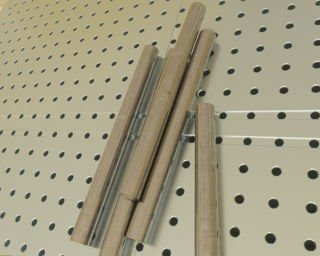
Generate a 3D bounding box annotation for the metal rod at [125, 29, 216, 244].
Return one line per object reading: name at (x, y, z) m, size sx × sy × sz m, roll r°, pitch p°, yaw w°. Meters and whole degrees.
metal rod at (0.022, -0.006, 0.401) m, size 0.025 × 0.025 × 0.300 m, roll 7°, pitch 65°, yaw 31°

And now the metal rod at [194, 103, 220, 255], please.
metal rod at (0.048, 0.104, 0.319) m, size 0.025 × 0.025 × 0.300 m, roll -10°, pitch 57°, yaw 23°

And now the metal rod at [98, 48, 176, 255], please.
metal rod at (-0.017, 0.019, 0.405) m, size 0.025 × 0.025 × 0.300 m, roll 4°, pitch 63°, yaw 30°

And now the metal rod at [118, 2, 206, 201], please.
metal rod at (0.011, -0.051, 0.410) m, size 0.025 × 0.025 × 0.300 m, roll 5°, pitch 63°, yaw 30°

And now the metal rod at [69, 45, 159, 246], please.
metal rod at (-0.055, 0.008, 0.433) m, size 0.025 × 0.025 × 0.300 m, roll 4°, pitch 63°, yaw 30°
